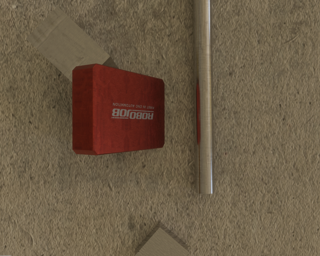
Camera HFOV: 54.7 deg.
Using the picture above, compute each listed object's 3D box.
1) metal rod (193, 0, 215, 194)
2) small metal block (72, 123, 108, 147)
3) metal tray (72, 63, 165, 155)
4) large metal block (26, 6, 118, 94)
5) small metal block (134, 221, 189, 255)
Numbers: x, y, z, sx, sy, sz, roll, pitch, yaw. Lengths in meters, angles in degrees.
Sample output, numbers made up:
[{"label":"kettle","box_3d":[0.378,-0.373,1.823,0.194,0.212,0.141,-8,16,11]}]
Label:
[{"label":"metal rod","box_3d":[0.058,-0.064,0.410,0.025,0.025,0.298,-1,90,-1]},{"label":"small metal block","box_3d":[-0.080,0.008,0.396,0.050,0.050,0.025,-7,90,0]},{"label":"metal tray","box_3d":[-0.041,-0.019,0.359,0.030,0.131,0.089,0,90,32]},{"label":"large metal block","box_3d":[-0.101,-0.089,0.381,0.080,0.080,0.050,44,90,-1]},{"label":"small metal block","box_3d":[0.002,0.162,0.410,0.050,0.025,0.050,41,90,-1]}]
